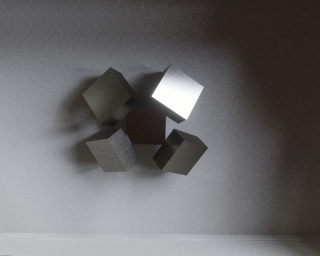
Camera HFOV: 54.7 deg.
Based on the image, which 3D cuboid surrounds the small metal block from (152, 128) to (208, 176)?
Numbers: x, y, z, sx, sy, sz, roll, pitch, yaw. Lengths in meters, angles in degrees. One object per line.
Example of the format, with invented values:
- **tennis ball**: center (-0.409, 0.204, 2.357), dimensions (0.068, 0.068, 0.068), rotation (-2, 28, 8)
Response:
- **small metal block**: center (0.027, 0.033, 0.410), dimensions (0.050, 0.025, 0.050), rotation (19, 113, -44)

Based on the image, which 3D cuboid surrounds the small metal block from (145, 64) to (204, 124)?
- **small metal block**: center (0.018, -0.041, 0.381), dimensions (0.050, 0.025, 0.050), rotation (33, 69, -12)

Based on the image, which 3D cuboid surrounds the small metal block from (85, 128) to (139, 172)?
- **small metal block**: center (-0.063, 0.030, 0.407), dimensions (0.050, 0.025, 0.050), rotation (-9, 116, 44)

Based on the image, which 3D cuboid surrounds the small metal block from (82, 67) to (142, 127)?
- **small metal block**: center (-0.060, -0.037, 0.381), dimensions (0.050, 0.025, 0.050), rotation (-41, 68, 14)

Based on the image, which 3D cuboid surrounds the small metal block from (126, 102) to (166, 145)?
- **small metal block**: center (-0.018, -0.006, 0.406), dimensions (0.050, 0.025, 0.050), rotation (1, 110, -1)
